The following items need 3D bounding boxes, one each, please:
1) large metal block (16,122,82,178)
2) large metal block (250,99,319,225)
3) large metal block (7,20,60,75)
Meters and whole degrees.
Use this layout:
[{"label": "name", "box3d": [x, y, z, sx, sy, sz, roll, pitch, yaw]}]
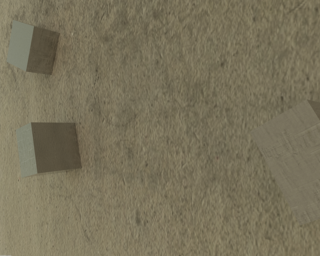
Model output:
[{"label": "large metal block", "box3d": [-0.185, 0.036, 0.519, 0.050, 0.081, 0.080, -18, 79, 38]}, {"label": "large metal block", "box3d": [0.132, 0.026, 0.260, 0.050, 0.081, 0.080, -36, 68, 34]}, {"label": "large metal block", "box3d": [-0.240, -0.151, 0.583, 0.080, 0.050, 0.079, 26, 106, 36]}]
